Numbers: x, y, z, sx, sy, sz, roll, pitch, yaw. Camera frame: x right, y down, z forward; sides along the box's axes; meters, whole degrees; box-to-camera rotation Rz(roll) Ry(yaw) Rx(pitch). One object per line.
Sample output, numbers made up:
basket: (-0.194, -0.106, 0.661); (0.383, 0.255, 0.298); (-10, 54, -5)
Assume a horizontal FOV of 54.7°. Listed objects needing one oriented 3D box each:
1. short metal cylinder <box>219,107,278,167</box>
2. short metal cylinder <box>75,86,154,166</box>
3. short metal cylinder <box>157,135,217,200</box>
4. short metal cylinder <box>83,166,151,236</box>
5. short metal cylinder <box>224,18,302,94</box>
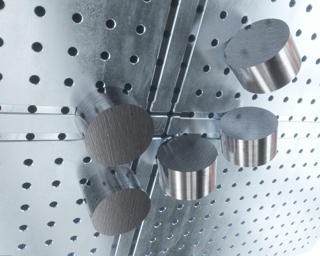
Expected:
short metal cylinder: (0.130, 0.012, 0.453); (0.081, 0.080, 0.050); (-23, 127, -14)
short metal cylinder: (-0.054, -0.002, 0.364); (0.081, 0.050, 0.079); (-14, 124, -21)
short metal cylinder: (0.038, 0.053, 0.429); (0.081, 0.080, 0.050); (-17, 125, -19)
short metal cylinder: (-0.059, 0.099, 0.424); (0.081, 0.050, 0.079); (-14, 124, -21)
short metal cylinder: (0.129, -0.090, 0.390); (0.080, 0.080, 0.050); (-44, 129, 2)
